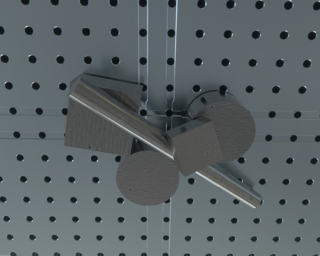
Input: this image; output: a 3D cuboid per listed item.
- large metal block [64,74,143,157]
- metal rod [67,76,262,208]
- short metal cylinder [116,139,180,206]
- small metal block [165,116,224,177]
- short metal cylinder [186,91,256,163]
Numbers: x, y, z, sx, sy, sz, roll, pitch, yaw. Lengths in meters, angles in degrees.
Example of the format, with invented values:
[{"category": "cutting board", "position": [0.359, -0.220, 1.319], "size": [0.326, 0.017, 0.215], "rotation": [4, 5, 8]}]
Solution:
[{"category": "large metal block", "position": [-0.069, -0.017, 0.387], "size": [0.081, 0.050, 0.079], "rotation": [10, 110, -4]}, {"category": "metal rod", "position": [0.025, 0.031, 0.384], "size": [0.301, 0.025, 0.025], "rotation": [33, 107, -27]}, {"category": "short metal cylinder", "position": [-0.015, 0.056, 0.417], "size": [0.081, 0.050, 0.079], "rotation": [0, 110, 0]}, {"category": "small metal block", "position": [0.039, 0.020, 0.357], "size": [0.050, 0.025, 0.050], "rotation": [-23, 109, -11]}, {"category": "short metal cylinder", "position": [0.075, -0.002, 0.396], "size": [0.081, 0.050, 0.079], "rotation": [0, 110, 0]}]
